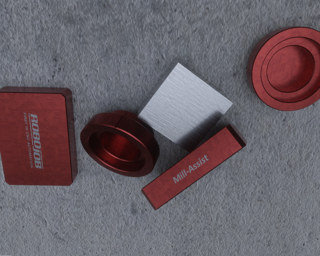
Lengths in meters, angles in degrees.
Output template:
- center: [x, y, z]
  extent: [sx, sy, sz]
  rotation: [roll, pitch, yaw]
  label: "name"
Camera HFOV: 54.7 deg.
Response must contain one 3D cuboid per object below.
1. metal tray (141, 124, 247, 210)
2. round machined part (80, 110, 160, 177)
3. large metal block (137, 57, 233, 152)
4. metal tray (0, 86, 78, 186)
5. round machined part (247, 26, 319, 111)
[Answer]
- center: [0.047, 0.046, 0.390]
  extent: [0.130, 0.090, 0.030]
  rotation: [-38, 80, 12]
  label: "metal tray"
- center: [-0.046, 0.016, 0.390]
  extent: [0.098, 0.042, 0.097]
  rotation: [15, 140, 13]
  label: "round machined part"
- center: [0.029, -0.029, 0.386]
  extent: [0.080, 0.050, 0.080]
  rotation: [34, 106, -12]
  label: "large metal block"
- center: [-0.161, 0.012, 0.409]
  extent: [0.091, 0.030, 0.129]
  rotation: [1, 110, -1]
  label: "metal tray"
- center: [0.154, -0.073, 0.376]
  extent: [0.099, 0.042, 0.097]
  rotation: [0, 110, -1]
  label: "round machined part"
